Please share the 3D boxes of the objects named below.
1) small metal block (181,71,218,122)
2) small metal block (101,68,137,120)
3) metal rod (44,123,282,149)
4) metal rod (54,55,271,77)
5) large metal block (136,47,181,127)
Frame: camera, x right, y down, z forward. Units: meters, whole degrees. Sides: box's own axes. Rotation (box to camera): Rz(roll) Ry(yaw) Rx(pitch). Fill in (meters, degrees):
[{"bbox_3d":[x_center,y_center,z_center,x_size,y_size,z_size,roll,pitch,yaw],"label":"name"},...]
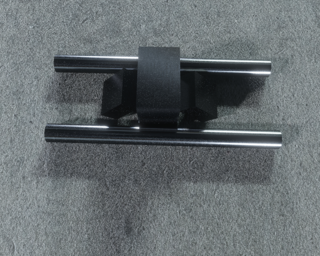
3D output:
[{"bbox_3d":[0.051,-0.040,0.410,0.025,0.050,0.050,-17,64,39],"label":"small metal block"},{"bbox_3d":[-0.053,-0.044,0.410,0.025,0.050,0.050,16,65,-37],"label":"small metal block"},{"bbox_3d":[0.004,0.011,0.405,0.302,0.025,0.025,2,70,0],"label":"metal rod"},{"bbox_3d":[0.004,-0.088,0.442,0.302,0.025,0.025,1,70,0],"label":"metal rod"},{"bbox_3d":[-0.002,-0.048,0.400,0.050,0.080,0.080,1,70,0],"label":"large metal block"}]
